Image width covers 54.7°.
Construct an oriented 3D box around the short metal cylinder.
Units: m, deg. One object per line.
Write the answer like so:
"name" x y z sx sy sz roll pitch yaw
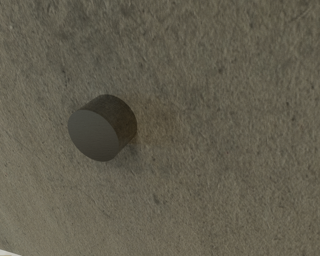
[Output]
"short metal cylinder" -0.079 0.000 0.430 0.080 0.050 0.079 13 124 20
